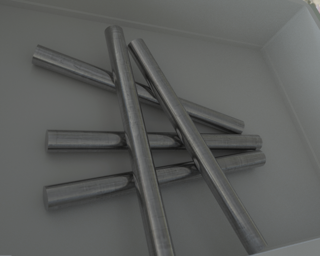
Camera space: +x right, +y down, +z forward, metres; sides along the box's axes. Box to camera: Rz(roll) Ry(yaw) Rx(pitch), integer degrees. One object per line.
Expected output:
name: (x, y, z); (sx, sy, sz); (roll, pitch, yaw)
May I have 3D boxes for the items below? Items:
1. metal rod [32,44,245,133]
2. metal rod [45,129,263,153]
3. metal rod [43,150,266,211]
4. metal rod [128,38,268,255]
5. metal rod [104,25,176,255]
metal rod: (-0.016, -0.045, 0.423); (0.302, 0.025, 0.025); (18, 55, -18)
metal rod: (0.013, 0.018, 0.401); (0.303, 0.025, 0.025); (2, 61, -28)
metal rod: (0.017, 0.057, 0.380); (0.303, 0.025, 0.025); (-5, 65, -31)
metal rod: (0.038, 0.011, 0.387); (0.025, 0.025, 0.299); (-19, 72, -36)
metal rod: (-0.028, 0.002, 0.355); (0.025, 0.025, 0.299); (0, 62, -29)
